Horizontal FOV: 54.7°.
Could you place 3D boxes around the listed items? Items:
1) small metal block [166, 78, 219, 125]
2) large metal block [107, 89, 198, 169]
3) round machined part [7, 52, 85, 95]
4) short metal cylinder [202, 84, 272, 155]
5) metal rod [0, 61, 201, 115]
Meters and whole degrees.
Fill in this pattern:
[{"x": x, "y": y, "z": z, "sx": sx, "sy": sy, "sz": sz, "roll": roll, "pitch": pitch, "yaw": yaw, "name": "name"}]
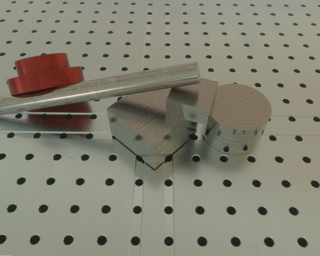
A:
[{"x": 0.039, "y": -0.036, "z": 0.370, "sx": 0.050, "sy": 0.025, "sz": 0.050, "roll": 15, "pitch": 51, "yaw": 11, "name": "small metal block"}, {"x": -0.008, "y": -0.009, "z": 0.396, "sx": 0.080, "sy": 0.050, "sz": 0.080, "roll": 36, "pitch": 58, "yaw": 26, "name": "large metal block"}, {"x": -0.157, "y": -0.076, "z": 0.423, "sx": 0.099, "sy": 0.042, "sz": 0.098, "roll": -10, "pitch": 12, "yaw": 2, "name": "round machined part"}, {"x": 0.097, "y": -0.012, "z": 0.403, "sx": 0.081, "sy": 0.050, "sz": 0.080, "roll": 0, "pitch": 50, "yaw": 0, "name": "short metal cylinder"}, {"x": -0.101, "y": -0.044, "z": 0.387, "sx": 0.301, "sy": 0.025, "sz": 0.025, "roll": -7, "pitch": 48, "yaw": 16, "name": "metal rod"}]
